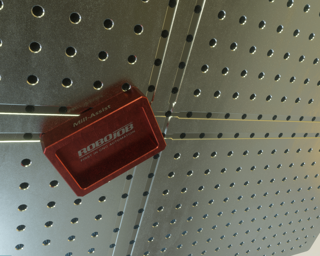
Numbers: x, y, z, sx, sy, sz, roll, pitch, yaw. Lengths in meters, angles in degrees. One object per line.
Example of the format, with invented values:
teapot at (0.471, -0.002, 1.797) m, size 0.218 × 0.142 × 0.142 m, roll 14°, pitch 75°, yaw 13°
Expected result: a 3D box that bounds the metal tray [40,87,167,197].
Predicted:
metal tray at (-0.065, 0.018, 0.384) m, size 0.131 × 0.030 × 0.090 m, roll -30°, pitch 129°, yaw -10°
